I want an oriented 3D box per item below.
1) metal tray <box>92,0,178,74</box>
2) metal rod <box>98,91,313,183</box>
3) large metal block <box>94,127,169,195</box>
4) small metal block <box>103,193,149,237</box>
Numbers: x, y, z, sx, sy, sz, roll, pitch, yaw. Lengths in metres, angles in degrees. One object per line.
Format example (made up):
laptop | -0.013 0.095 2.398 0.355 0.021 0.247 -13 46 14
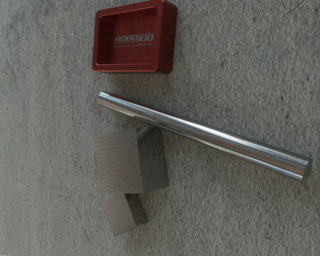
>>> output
metal tray | -0.040 -0.122 0.431 0.130 0.030 0.089 8 95 39
metal rod | 0.027 -0.002 0.381 0.300 0.025 0.025 21 103 37
large metal block | -0.039 0.045 0.419 0.080 0.050 0.080 -12 83 39
small metal block | -0.050 0.121 0.444 0.050 0.025 0.050 -36 68 34
